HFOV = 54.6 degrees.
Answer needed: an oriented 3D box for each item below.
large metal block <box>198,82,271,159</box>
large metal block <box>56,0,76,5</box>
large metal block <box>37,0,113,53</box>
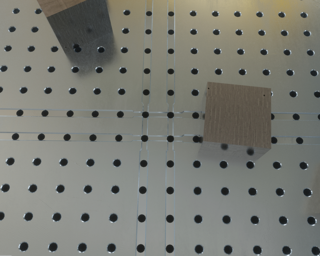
[{"bbox_3d":[0.096,-0.009,0.402,0.080,0.050,0.080,6,70,2],"label":"large metal block"},{"bbox_3d":[-0.138,-0.253,0.490,0.080,0.050,0.080,-17,71,-6],"label":"large metal block"},{"bbox_3d":[-0.121,-0.165,0.442,0.080,0.080,0.050,-28,73,-10],"label":"large metal block"}]
